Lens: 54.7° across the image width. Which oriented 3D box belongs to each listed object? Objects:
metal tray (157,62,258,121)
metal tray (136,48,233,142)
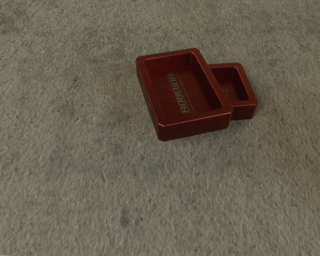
[{"bbox_3d":[0.061,-0.051,0.443,0.131,0.030,0.090,-5,50,-5],"label":"metal tray"},{"bbox_3d":[0.026,-0.048,0.401,0.091,0.030,0.130,-11,51,-10],"label":"metal tray"}]
